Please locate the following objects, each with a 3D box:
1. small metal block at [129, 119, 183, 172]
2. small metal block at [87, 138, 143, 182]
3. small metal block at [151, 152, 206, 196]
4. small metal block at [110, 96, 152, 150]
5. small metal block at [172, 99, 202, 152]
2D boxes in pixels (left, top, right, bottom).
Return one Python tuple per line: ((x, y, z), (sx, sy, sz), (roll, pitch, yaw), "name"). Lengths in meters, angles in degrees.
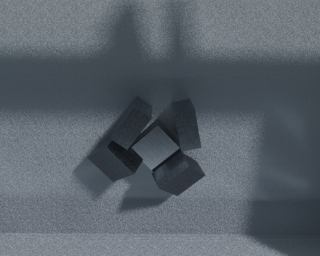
((-0.005, 0.025, 0.418), (0.050, 0.025, 0.050), (-40, 106, 13), "small metal block")
((-0.060, 0.041, 0.412), (0.050, 0.025, 0.050), (47, 136, -16), "small metal block")
((0.026, 0.063, 0.419), (0.050, 0.025, 0.050), (-39, 143, 12), "small metal block")
((-0.035, -0.007, 0.392), (0.025, 0.050, 0.050), (35, 106, -12), "small metal block")
((0.033, -0.005, 0.394), (0.025, 0.050, 0.050), (-11, 110, 3), "small metal block")
